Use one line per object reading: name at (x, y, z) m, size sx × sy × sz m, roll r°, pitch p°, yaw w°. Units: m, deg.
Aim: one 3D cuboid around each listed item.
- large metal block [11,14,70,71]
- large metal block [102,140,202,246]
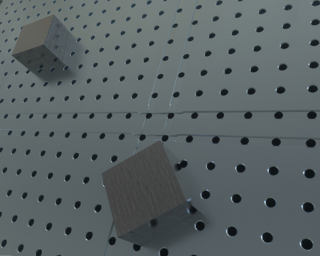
large metal block at (-0.234, -0.168, 0.615) m, size 0.080 × 0.050 × 0.080 m, roll -10°, pitch 57°, yaw 22°
large metal block at (-0.011, 0.074, 0.351) m, size 0.080 × 0.050 × 0.080 m, roll -30°, pitch 52°, yaw 8°
